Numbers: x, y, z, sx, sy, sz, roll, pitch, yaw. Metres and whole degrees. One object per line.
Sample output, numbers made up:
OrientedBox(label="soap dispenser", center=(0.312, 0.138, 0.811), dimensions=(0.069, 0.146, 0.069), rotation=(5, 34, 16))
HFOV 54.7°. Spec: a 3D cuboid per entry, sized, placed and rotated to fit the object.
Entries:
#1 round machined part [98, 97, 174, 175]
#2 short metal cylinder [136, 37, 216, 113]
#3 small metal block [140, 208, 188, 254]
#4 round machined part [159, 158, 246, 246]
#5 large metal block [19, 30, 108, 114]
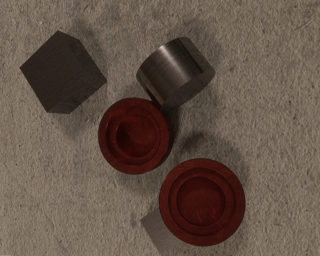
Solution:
OrientedBox(label="round machined part", center=(-0.028, 0.010, 0.409), dimensions=(0.098, 0.042, 0.097), rotation=(0, 90, 20))
OrientedBox(label="short metal cylinder", center=(0.019, -0.062, 0.372), dimensions=(0.080, 0.080, 0.050), rotation=(-38, 78, 16))
OrientedBox(label="small metal block", center=(0.011, 0.127, 0.405), dimensions=(0.050, 0.025, 0.050), rotation=(-36, 79, 16))
OrientedBox(label="round machined part", center=(0.048, 0.087, 0.370), dimensions=(0.099, 0.042, 0.098), rotation=(0, 77, 0))
OrientedBox(label="large metal block", center=(-0.137, -0.076, 0.443), dimensions=(0.080, 0.050, 0.080), rotation=(-37, 78, 16))
